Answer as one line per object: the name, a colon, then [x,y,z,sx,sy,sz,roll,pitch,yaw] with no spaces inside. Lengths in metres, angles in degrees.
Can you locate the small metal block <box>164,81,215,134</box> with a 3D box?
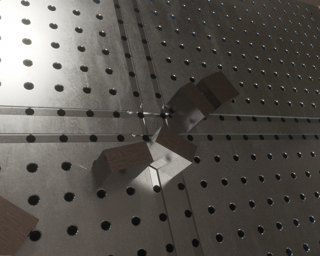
small metal block: [0.040,-0.028,0.432,0.025,0.050,0.050,-34,81,-38]

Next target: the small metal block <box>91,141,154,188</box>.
small metal block: [-0.043,0.041,0.345,0.050,0.050,0.025,-11,68,-33]

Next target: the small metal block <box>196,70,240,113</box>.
small metal block: [0.091,-0.059,0.495,0.050,0.025,0.050,-28,77,-38]

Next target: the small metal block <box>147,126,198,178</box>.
small metal block: [0.009,0.030,0.380,0.050,0.050,0.025,31,52,-9]

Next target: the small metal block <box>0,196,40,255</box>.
small metal block: [-0.146,0.092,0.274,0.050,0.025,0.050,34,51,-6]
